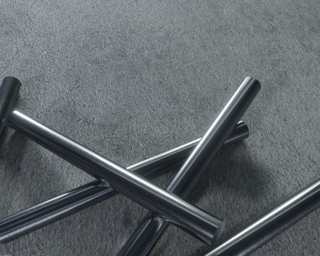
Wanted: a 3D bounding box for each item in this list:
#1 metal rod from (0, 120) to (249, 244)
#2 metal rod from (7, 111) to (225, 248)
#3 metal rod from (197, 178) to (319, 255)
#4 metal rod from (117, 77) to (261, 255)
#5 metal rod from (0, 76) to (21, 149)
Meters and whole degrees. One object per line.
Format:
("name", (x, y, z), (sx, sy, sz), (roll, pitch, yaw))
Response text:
("metal rod", (-0.027, 0.054, 0.357), (0.302, 0.025, 0.025), (-21, 53, -17))
("metal rod", (-0.071, 0.040, 0.338), (0.300, 0.025, 0.025), (23, 53, 29))
("metal rod", (0.084, 0.113, 0.308), (0.302, 0.025, 0.025), (-24, 54, -19))
("metal rod", (0.034, 0.048, 0.339), (0.025, 0.025, 0.301), (28, 62, 22))
("metal rod", (-0.209, 0.048, 0.361), (0.025, 0.025, 0.300), (-3, 50, -2))
